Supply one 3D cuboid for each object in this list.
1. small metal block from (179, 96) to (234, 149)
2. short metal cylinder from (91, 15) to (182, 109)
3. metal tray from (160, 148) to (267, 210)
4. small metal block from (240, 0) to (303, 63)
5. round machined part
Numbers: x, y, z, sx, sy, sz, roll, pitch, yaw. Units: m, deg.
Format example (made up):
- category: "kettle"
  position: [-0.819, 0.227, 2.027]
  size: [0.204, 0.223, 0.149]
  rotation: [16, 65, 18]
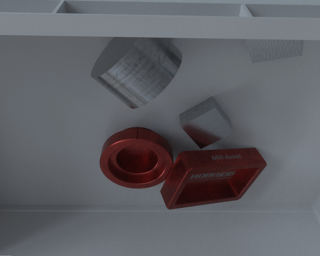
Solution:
- category: "small metal block"
  position: [0.061, -0.006, 0.405]
  size: [0.050, 0.025, 0.050]
  rotation: [-29, 125, 22]
- category: "short metal cylinder"
  position: [-0.024, -0.067, 0.316]
  size: [0.080, 0.080, 0.050]
  rotation: [-35, 122, 26]
- category: "metal tray"
  position: [0.075, 0.071, 0.440]
  size: [0.131, 0.030, 0.089]
  rotation: [0, 133, -26]
- category: "small metal block"
  position: [0.115, -0.098, 0.316]
  size: [0.050, 0.025, 0.050]
  rotation: [-4, 136, 31]
- category: "round machined part"
  position: [-0.031, 0.037, 0.429]
  size: [0.099, 0.042, 0.097]
  rotation: [-1, 130, 0]
